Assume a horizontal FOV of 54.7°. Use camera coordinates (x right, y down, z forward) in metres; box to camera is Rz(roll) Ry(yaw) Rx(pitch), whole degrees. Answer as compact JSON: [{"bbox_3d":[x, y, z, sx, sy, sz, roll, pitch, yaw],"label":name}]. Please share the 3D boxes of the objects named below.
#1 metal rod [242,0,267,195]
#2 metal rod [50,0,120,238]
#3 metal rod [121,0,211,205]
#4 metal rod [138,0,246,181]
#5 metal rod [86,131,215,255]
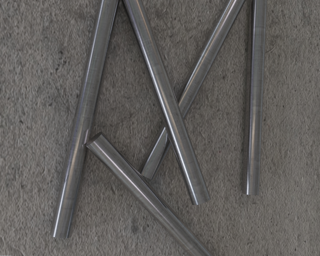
[{"bbox_3d":[0.141,-0.052,0.460,0.025,0.025,0.298,3,89,-20],"label":"metal rod"},{"bbox_3d":[-0.089,-0.020,0.375,0.025,0.025,0.298,12,86,-20],"label":"metal rod"},{"bbox_3d":[0.003,-0.050,0.389,0.025,0.025,0.299,-19,89,-19],"label":"metal rod"},{"bbox_3d":[0.049,-0.068,0.426,0.025,0.025,0.299,31,80,-18],"label":"metal rod"},{"bbox_3d":[0.015,0.123,0.403,0.025,0.025,0.300,-44,108,-15],"label":"metal rod"}]
